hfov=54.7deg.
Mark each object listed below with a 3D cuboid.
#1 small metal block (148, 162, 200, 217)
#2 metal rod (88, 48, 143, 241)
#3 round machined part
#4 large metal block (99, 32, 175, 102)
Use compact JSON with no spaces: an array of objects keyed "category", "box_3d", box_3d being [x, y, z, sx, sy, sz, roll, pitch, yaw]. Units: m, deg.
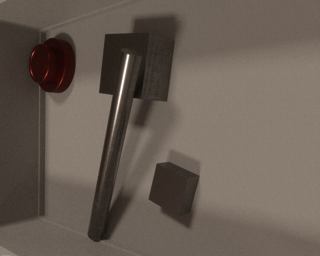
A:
[{"category":"small metal block","box_3d":[0.017,0.076,0.391,0.050,0.025,0.050,21,103,37]},{"category":"metal rod","box_3d":[-0.067,0.041,0.419,0.025,0.025,0.298,36,124,34]},{"category":"round machined part","box_3d":[-0.199,-0.113,0.556,0.098,0.042,0.097,0,90,39]},{"category":"large metal block","box_3d":[-0.032,-0.081,0.415,0.080,0.050,0.079,12,98,39]}]
